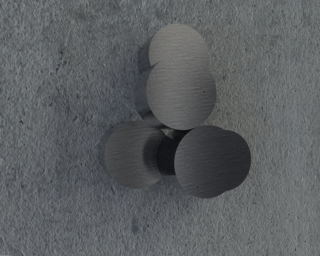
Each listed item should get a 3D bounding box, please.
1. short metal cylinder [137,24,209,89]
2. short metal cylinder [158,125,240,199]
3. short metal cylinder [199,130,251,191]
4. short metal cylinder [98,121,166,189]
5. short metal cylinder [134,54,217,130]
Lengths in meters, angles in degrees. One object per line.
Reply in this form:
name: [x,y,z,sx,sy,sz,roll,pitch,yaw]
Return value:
short metal cylinder: [0.016,-0.088,0.403,0.081,0.050,0.080,0,90,-20]
short metal cylinder: [0.044,0.037,0.359,0.081,0.050,0.080,0,90,-21]
short metal cylinder: [0.076,0.042,0.424,0.081,0.050,0.080,0,90,-20]
short metal cylinder: [-0.033,0.031,0.385,0.081,0.050,0.080,0,90,-20]
short metal cylinder: [0.016,-0.038,0.349,0.081,0.050,0.080,0,90,-20]
